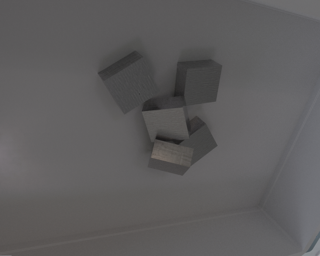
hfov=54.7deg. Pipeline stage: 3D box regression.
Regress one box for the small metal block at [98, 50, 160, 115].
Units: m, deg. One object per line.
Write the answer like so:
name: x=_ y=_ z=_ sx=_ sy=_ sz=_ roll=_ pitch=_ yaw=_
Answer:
small metal block: x=-0.035 y=-0.052 z=0.357 sx=0.050 sy=0.025 sz=0.050 roll=-33 pitch=129 yaw=-7

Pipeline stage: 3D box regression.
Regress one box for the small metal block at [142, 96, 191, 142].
small metal block: x=0.009 y=-0.011 z=0.392 sx=0.050 sy=0.025 sz=0.050 roll=-5 pitch=128 yaw=14

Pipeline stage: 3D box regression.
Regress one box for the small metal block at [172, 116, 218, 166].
small metal block: x=0.049 y=0.019 z=0.447 sx=0.050 sy=0.025 sz=0.050 roll=-37 pitch=129 yaw=-4

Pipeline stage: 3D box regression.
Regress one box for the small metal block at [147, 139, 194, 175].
small metal block: x=0.013 y=0.040 z=0.411 sx=0.050 sy=0.025 sz=0.050 roll=14 pitch=158 yaw=-2

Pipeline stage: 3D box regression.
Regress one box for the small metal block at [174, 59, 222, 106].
small metal block: x=0.048 y=-0.059 z=0.398 sx=0.050 sy=0.025 sz=0.050 roll=-10 pitch=123 yaw=-23
